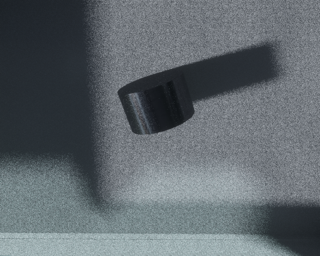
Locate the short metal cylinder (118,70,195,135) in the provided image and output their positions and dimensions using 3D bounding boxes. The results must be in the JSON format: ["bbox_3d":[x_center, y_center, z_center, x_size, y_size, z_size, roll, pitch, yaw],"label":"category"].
[{"bbox_3d":[-0.004,-0.032,0.370,0.080,0.080,0.050,-16,110,5],"label":"short metal cylinder"}]
